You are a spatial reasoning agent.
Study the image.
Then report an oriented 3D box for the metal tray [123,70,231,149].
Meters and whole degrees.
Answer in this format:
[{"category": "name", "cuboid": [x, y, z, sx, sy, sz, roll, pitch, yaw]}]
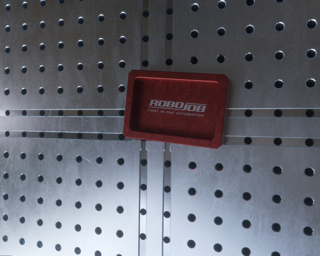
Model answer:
[{"category": "metal tray", "cuboid": [0.020, -0.026, 0.401, 0.130, 0.030, 0.089, 7, 92, 19]}]
